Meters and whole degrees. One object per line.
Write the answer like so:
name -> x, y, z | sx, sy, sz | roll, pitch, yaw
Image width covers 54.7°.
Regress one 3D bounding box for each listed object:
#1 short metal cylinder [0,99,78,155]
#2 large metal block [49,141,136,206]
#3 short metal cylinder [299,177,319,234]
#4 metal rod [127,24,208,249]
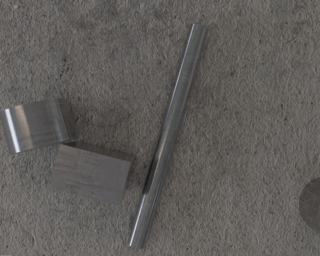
short metal cylinder -> -0.148, -0.001, 0.381 | 0.080, 0.080, 0.050 | -15, 90, 0
large metal block -> -0.077, 0.051, 0.382 | 0.080, 0.080, 0.050 | 15, 90, 0
short metal cylinder -> 0.231, 0.106, 0.400 | 0.081, 0.050, 0.080 | 0, 90, 0
metal rod -> 0.010, 0.011, 0.410 | 0.025, 0.025, 0.298 | 16, 90, 0
